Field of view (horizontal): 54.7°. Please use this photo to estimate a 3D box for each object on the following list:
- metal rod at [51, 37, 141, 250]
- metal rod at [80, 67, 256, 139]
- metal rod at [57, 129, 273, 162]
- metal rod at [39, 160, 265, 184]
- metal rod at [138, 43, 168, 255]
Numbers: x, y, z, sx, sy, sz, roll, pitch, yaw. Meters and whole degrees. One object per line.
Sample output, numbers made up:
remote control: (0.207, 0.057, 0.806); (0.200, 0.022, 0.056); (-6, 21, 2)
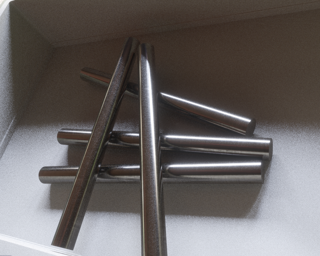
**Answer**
metal rod: (-0.075, 0.002, 0.408); (0.025, 0.025, 0.300); (0, 62, 28)
metal rod: (-0.011, -0.045, 0.435); (0.300, 0.025, 0.025); (22, 74, 35)
metal rod: (-0.015, 0.018, 0.399); (0.300, 0.025, 0.025); (2, 63, 28)
metal rod: (-0.030, 0.057, 0.383); (0.301, 0.025, 0.025); (-5, 60, 25)
metal rod: (-0.012, 0.011, 0.370); (0.025, 0.025, 0.299); (-16, 55, 19)
